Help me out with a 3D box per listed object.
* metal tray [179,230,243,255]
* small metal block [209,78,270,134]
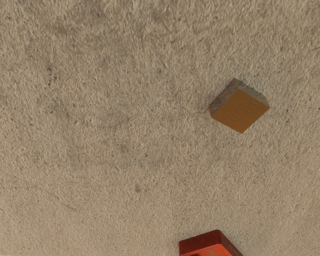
[{"bbox_3d":[0.107,0.260,0.626,0.090,0.030,0.130,-26,126,20],"label":"metal tray"},{"bbox_3d":[0.098,-0.027,0.385,0.050,0.025,0.050,26,125,-21],"label":"small metal block"}]
